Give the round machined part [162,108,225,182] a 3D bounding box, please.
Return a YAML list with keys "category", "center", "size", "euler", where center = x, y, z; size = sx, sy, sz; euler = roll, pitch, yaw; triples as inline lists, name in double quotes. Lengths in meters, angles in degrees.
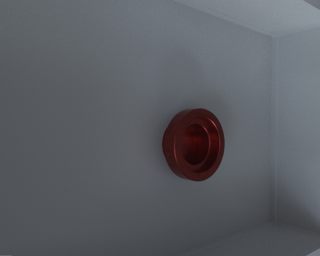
- category: "round machined part"
  center: [0.042, 0.022, 0.430]
  size: [0.099, 0.042, 0.097]
  euler: [0, 90, -40]
